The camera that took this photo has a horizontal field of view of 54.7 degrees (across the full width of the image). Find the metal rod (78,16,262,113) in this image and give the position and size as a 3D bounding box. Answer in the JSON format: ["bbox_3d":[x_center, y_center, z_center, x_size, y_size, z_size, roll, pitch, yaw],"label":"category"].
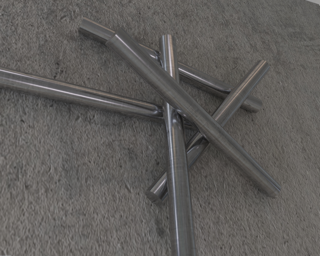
[{"bbox_3d":[0.026,-0.090,0.472,0.302,0.025,0.025,22,54,-15],"label":"metal rod"}]

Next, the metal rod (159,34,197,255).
[{"bbox_3d":[0.017,0.001,0.376,0.025,0.025,0.299,11,56,-22],"label":"metal rod"}]

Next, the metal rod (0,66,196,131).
[{"bbox_3d":[-0.083,-0.036,0.380,0.302,0.025,0.025,12,57,-22],"label":"metal rod"}]

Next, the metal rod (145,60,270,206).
[{"bbox_3d":[0.082,-0.011,0.433,0.025,0.025,0.301,43,57,1],"label":"metal rod"}]

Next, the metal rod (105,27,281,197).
[{"bbox_3d":[0.055,-0.005,0.380,0.300,0.025,0.025,41,49,-23],"label":"metal rod"}]
